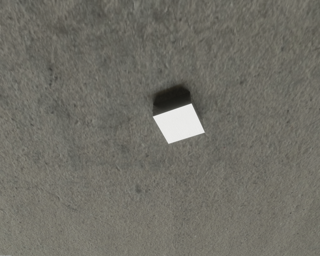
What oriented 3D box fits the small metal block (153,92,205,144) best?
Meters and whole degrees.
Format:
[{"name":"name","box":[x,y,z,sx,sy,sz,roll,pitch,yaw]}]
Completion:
[{"name":"small metal block","box":[0.024,-0.012,0.397,0.050,0.025,0.050,-18,128,15]}]
